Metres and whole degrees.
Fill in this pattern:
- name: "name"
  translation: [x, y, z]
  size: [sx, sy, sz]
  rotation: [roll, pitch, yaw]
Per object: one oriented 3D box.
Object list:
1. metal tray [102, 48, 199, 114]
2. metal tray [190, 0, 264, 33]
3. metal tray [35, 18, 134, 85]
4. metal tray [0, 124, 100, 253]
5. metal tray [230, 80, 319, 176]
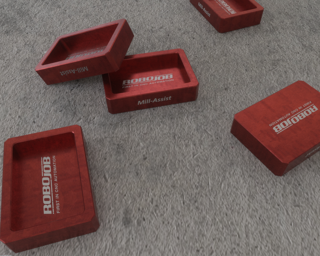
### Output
- name: "metal tray"
  translation: [-0.018, -0.072, 0.459]
  size: [0.131, 0.030, 0.090]
  rotation: [-10, 51, -9]
- name: "metal tray"
  translation: [0.126, -0.239, 0.601]
  size: [0.091, 0.030, 0.130]
  rotation: [-17, 52, -14]
- name: "metal tray"
  translation: [-0.112, -0.114, 0.463]
  size: [0.130, 0.030, 0.090]
  rotation: [-6, 46, 24]
- name: "metal tray"
  translation: [-0.124, 0.061, 0.347]
  size: [0.091, 0.030, 0.130]
  rotation: [-12, 51, -10]
- name: "metal tray"
  translation: [0.171, -0.005, 0.405]
  size: [0.131, 0.030, 0.090]
  rotation: [-27, 55, -21]
